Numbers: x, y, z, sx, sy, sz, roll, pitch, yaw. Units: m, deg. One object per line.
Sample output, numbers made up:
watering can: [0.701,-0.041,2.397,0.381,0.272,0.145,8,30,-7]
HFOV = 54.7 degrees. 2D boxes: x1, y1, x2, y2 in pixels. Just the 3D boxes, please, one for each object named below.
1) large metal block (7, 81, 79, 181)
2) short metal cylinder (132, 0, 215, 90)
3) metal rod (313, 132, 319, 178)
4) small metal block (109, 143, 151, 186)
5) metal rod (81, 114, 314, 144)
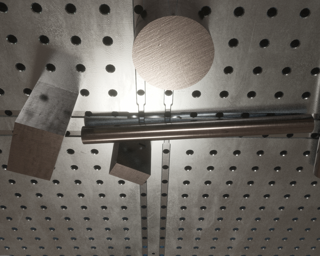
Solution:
large metal block: [-0.141,0.003,0.376,0.050,0.080,0.079,18,128,-15]
short metal cylinder: [0.013,-0.086,0.322,0.081,0.050,0.079,0,130,0]
metal rod: [0.218,-0.043,0.378,0.025,0.025,0.298,-9,130,7]
small metal block: [-0.041,0.047,0.434,0.050,0.050,0.025,23,126,-19]
metal rod: [0.048,0.002,0.413,0.302,0.025,0.025,-3,130,2]
